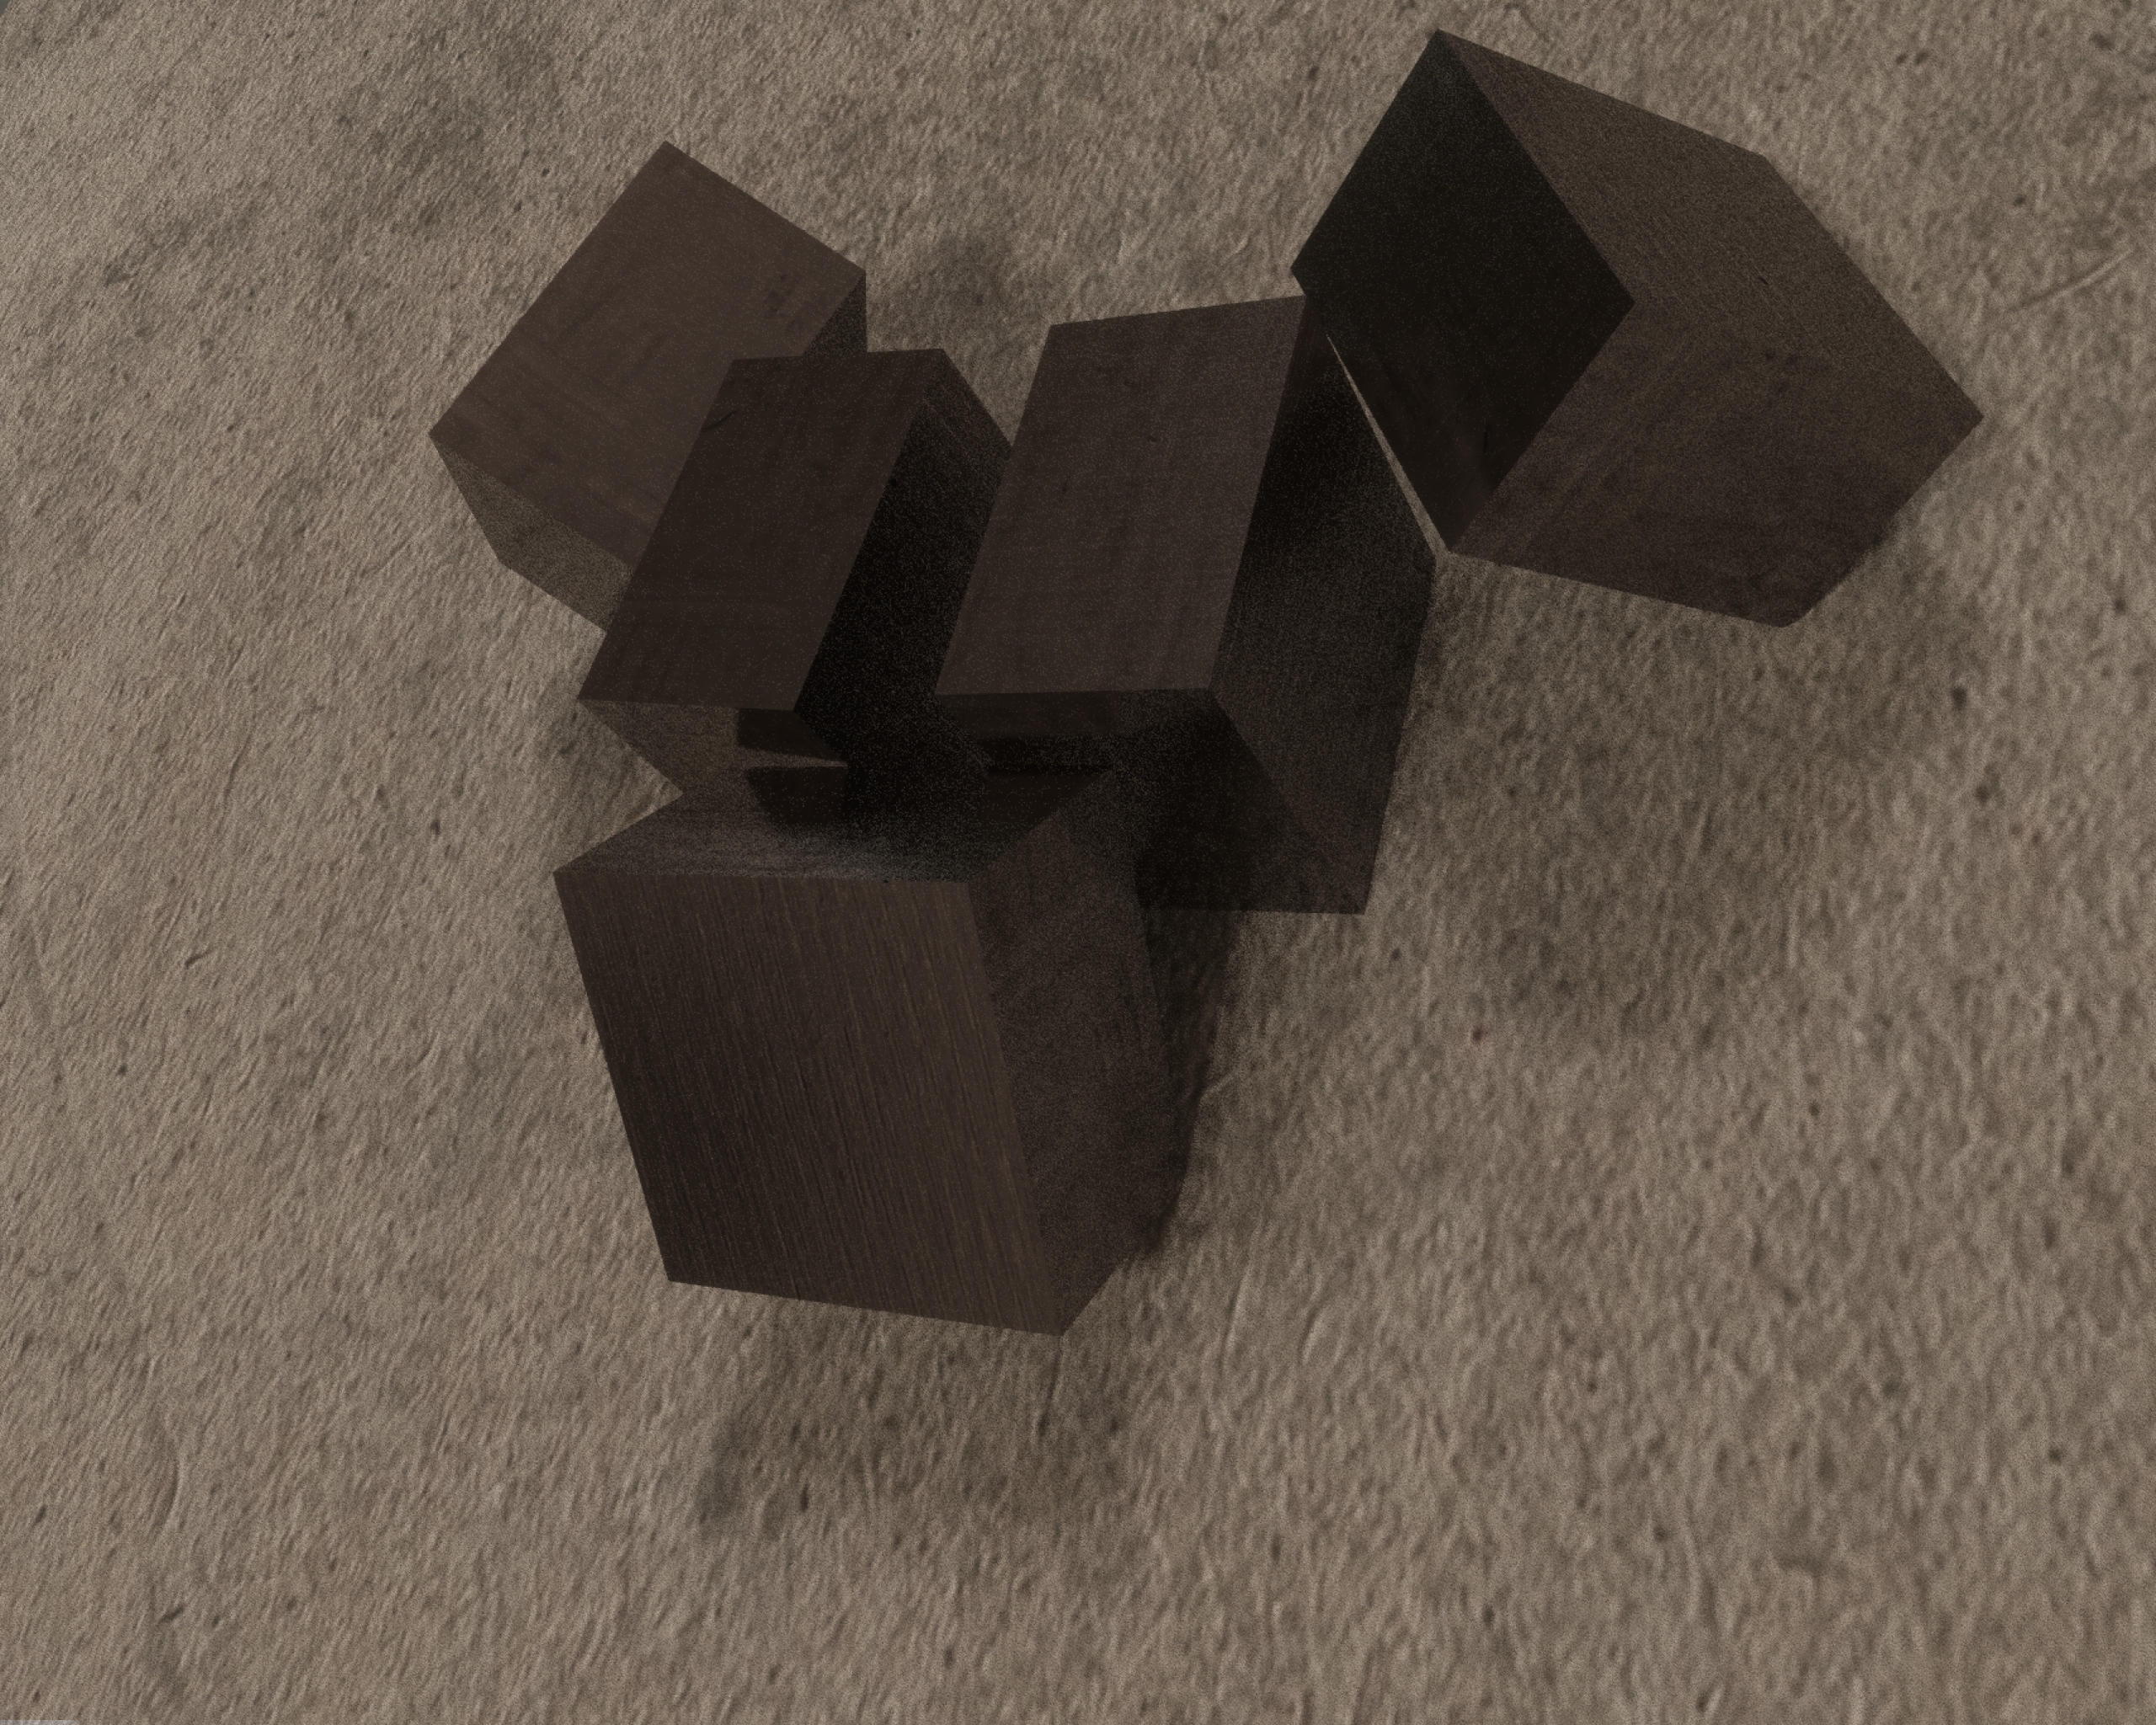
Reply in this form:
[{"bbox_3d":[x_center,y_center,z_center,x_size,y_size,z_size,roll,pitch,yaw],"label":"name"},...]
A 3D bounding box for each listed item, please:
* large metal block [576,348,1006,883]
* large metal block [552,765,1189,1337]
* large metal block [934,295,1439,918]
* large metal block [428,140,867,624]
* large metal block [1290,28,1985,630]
[{"bbox_3d":[-0.042,-0.044,0.418,0.050,0.080,0.080,5,64,30],"label":"large metal block"},{"bbox_3d":[-0.034,0.029,0.360,0.080,0.079,0.050,1,23,28],"label":"large metal block"},{"bbox_3d":[0.024,-0.044,0.383,0.050,0.080,0.080,1,62,28],"label":"large metal block"},{"bbox_3d":[-0.091,-0.097,0.464,0.050,0.080,0.080,34,78,1],"label":"large metal block"},{"bbox_3d":[0.096,-0.092,0.368,0.050,0.081,0.080,-56,40,38],"label":"large metal block"}]
